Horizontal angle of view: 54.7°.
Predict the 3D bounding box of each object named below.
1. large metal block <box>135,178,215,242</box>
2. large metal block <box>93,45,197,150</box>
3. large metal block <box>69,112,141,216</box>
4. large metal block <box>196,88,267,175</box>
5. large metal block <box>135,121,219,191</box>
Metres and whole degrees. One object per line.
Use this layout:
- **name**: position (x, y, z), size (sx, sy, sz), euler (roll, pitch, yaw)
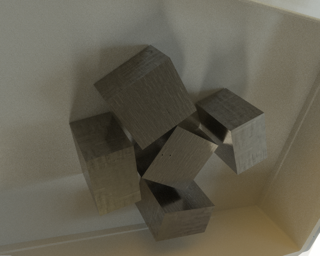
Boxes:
- **large metal block**: position (0.019, 0.111, 0.453), size (0.081, 0.080, 0.050), euler (1, 118, -29)
- **large metal block**: position (-0.016, -0.035, 0.361), size (0.080, 0.050, 0.080), euler (-36, 130, -4)
- **large metal block**: position (-0.064, 0.039, 0.362), size (0.050, 0.080, 0.079), euler (-18, 126, -19)
- **large metal block**: position (0.099, 0.003, 0.429), size (0.050, 0.080, 0.080), euler (-28, 128, -11)
- **large metal block**: position (0.018, 0.031, 0.421), size (0.080, 0.050, 0.080), euler (25, 105, -37)
